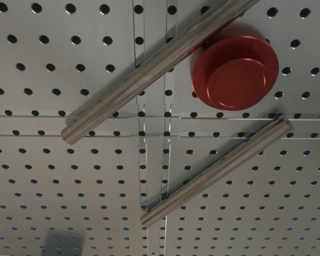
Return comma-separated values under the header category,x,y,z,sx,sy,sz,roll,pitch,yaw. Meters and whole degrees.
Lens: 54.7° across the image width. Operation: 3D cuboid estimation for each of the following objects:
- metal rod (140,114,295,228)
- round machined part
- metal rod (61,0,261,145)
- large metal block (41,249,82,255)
category,x,y,z,sx,sy,sz,roll,pitch,yaw
metal rod,0.072,0.079,0.480,0.025,0.025,0.299,33,123,-25
round machined part,0.085,-0.058,0.353,0.099,0.042,0.097,-1,130,0
metal rod,-0.012,-0.064,0.356,0.299,0.025,0.025,-34,123,25
large metal block,-0.210,0.302,0.649,0.081,0.050,0.079,8,130,-7
